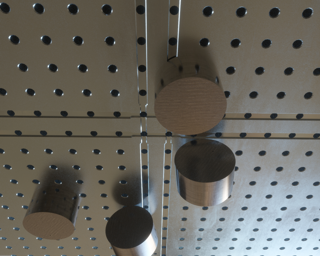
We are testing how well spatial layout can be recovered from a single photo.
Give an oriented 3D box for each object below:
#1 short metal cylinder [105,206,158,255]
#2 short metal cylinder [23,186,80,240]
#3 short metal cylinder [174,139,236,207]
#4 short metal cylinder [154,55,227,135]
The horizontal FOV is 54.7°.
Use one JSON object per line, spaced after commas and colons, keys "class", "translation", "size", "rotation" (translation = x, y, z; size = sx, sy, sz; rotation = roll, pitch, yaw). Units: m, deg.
{"class": "short metal cylinder", "translation": [-0.047, 0.181, 0.529], "size": [0.080, 0.080, 0.050], "rotation": [-7, 130, 5]}
{"class": "short metal cylinder", "translation": [-0.178, 0.142, 0.514], "size": [0.081, 0.050, 0.079], "rotation": [0, 130, 0]}
{"class": "short metal cylinder", "translation": [0.061, 0.060, 0.427], "size": [0.080, 0.080, 0.050], "rotation": [-3, 130, 3]}
{"class": "short metal cylinder", "translation": [0.034, -0.038, 0.363], "size": [0.081, 0.050, 0.079], "rotation": [0, 130, 0]}
